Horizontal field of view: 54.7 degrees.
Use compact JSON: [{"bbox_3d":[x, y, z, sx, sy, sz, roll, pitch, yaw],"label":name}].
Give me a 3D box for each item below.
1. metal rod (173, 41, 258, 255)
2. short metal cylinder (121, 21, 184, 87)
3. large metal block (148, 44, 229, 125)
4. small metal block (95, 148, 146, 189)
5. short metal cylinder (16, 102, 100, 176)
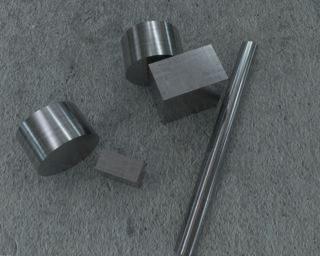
[{"bbox_3d":[0.079,0.014,0.403,0.025,0.025,0.300,19,71,7],"label":"metal rod"},{"bbox_3d":[-0.009,-0.096,0.414,0.081,0.080,0.050,-9,71,-3],"label":"short metal cylinder"},{"bbox_3d":[0.033,-0.053,0.398,0.080,0.080,0.050,-20,71,-7],"label":"large metal block"},{"bbox_3d":[-0.046,0.051,0.376,0.050,0.050,0.025,18,71,6],"label":"small metal block"},{"bbox_3d":[-0.121,0.014,0.373,0.080,0.080,0.050,-35,74,-12],"label":"short metal cylinder"}]
